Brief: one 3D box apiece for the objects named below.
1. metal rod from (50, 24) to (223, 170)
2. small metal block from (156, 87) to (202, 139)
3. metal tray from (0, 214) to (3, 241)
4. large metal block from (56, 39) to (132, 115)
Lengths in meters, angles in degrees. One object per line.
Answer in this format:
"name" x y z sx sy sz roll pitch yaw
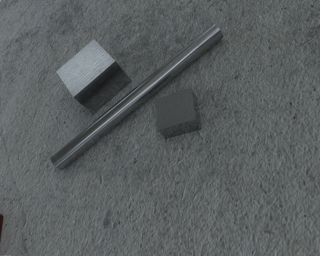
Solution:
"metal rod" -0.033 -0.044 0.446 0.300 0.025 0.025 -39 51 1
"small metal block" 0.024 -0.019 0.402 0.050 0.025 0.050 -17 55 18
"metal tray" -0.289 0.179 0.439 0.130 0.030 0.090 -22 54 14
"large metal block" -0.105 -0.082 0.491 0.080 0.050 0.080 -41 51 -1
